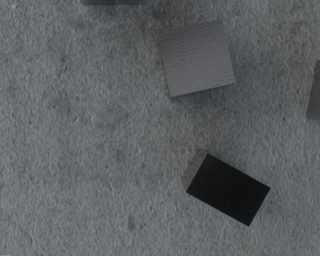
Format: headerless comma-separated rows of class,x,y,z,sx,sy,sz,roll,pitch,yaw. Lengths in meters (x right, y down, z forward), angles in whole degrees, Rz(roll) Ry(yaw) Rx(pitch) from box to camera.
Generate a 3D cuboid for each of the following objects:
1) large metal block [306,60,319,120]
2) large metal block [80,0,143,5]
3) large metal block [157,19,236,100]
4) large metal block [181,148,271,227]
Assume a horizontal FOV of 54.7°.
large metal block,0.233,-0.048,0.386,0.050,0.080,0.080,11,90,0
large metal block,-0.064,-0.207,0.397,0.081,0.050,0.079,-1,90,-1
large metal block,0.044,-0.085,0.398,0.080,0.050,0.080,-12,90,-1
large metal block,0.076,0.069,0.384,0.080,0.080,0.050,29,90,-1
